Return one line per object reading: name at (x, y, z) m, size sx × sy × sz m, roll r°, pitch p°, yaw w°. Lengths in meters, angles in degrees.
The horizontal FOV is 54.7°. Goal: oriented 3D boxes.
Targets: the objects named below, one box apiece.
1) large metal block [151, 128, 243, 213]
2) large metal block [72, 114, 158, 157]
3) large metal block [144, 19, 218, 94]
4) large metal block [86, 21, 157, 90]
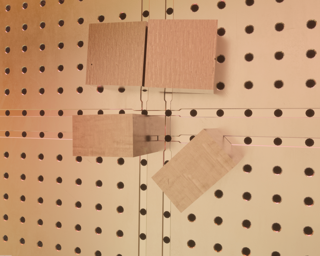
large metal block at (0.048, 0.046, 0.366) m, size 0.080 × 0.080 × 0.050 m, roll -45°, pitch 77°, yaw 14°
large metal block at (-0.055, 0.009, 0.402) m, size 0.080 × 0.080 × 0.050 m, roll -1°, pitch 90°, yaw 19°
large metal block at (0.028, -0.086, 0.382) m, size 0.080 × 0.050 × 0.079 m, roll 4°, pitch 91°, yaw 10°
large metal block at (-0.049, -0.094, 0.415) m, size 0.080 × 0.050 × 0.079 m, roll 4°, pitch 91°, yaw 19°
